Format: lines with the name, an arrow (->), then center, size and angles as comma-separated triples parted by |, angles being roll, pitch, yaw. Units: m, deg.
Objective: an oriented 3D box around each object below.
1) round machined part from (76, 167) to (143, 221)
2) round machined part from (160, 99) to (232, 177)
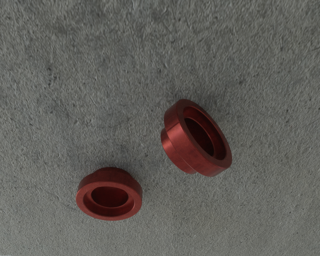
round machined part -> -0.076, 0.098, 0.478 | 0.099, 0.042, 0.097 | 0, 130, 0
round machined part -> 0.039, 0.016, 0.373 | 0.098, 0.098, 0.042 | 36, 121, -27
